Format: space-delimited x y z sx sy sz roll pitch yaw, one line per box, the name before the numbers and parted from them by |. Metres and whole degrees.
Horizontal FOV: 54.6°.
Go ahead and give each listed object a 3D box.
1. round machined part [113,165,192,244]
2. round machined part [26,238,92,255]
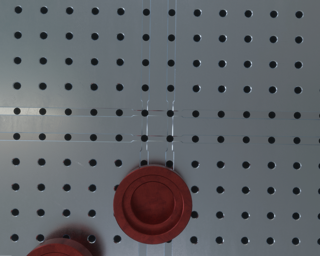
round machined part | -0.009 0.096 0.405 0.099 0.042 0.097 0 90 0
round machined part | -0.130 0.192 0.404 0.099 0.042 0.097 0 90 0
